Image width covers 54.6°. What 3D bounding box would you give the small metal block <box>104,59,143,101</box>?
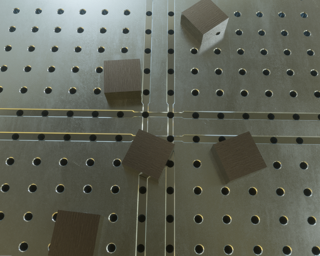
[{"bbox_3d":[-0.052,-0.068,0.436,0.050,0.025,0.050,-4,70,-2],"label":"small metal block"}]

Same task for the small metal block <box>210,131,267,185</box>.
[{"bbox_3d":[0.100,0.039,0.398,0.050,0.025,0.050,-19,71,-7],"label":"small metal block"}]

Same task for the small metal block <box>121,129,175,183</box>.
[{"bbox_3d":[-0.014,0.036,0.399,0.050,0.025,0.050,23,72,8],"label":"small metal block"}]

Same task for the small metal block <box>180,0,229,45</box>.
[{"bbox_3d":[0.067,-0.164,0.472,0.050,0.025,0.050,-36,74,-12],"label":"small metal block"}]

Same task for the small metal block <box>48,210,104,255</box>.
[{"bbox_3d":[-0.097,0.126,0.365,0.050,0.025,0.050,6,70,2],"label":"small metal block"}]
